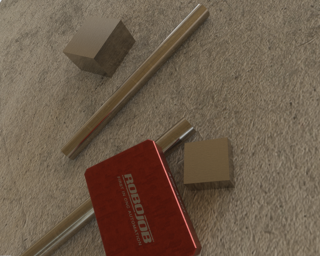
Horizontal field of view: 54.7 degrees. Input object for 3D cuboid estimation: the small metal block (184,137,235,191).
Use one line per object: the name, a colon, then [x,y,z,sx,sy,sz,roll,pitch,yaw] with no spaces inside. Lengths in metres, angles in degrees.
small metal block: [0.055,0.041,0.349,0.050,0.025,0.050,-10,58,22]

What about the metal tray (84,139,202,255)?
metal tray: [-0.022,0.088,0.338,0.090,0.030,0.130,-26,64,7]

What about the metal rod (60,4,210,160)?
metal rod: [-0.034,-0.072,0.463,0.300,0.025,0.025,-47,52,-6]

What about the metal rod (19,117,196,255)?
metal rod: [-0.077,0.093,0.385,0.300,0.025,0.025,-40,51,0]

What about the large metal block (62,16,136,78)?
large metal block: [-0.102,-0.139,0.525,0.080,0.050,0.080,19,72,35]
